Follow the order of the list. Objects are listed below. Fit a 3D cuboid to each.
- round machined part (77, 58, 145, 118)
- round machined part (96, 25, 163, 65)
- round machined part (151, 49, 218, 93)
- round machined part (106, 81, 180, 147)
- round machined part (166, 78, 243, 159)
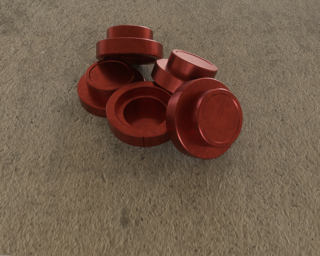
[{"bbox_3d":[-0.070,-0.063,0.448,0.099,0.042,0.098,0,50,0],"label":"round machined part"},{"bbox_3d":[-0.044,-0.122,0.458,0.099,0.098,0.042,1,92,0],"label":"round machined part"},{"bbox_3d":[0.041,-0.076,0.430,0.099,0.042,0.098,19,25,-9],"label":"round machined part"},{"bbox_3d":[-0.018,-0.014,0.405,0.099,0.042,0.098,0,50,0],"label":"round machined part"},{"bbox_3d":[0.059,-0.011,0.368,0.099,0.098,0.042,-36,18,-26],"label":"round machined part"}]
